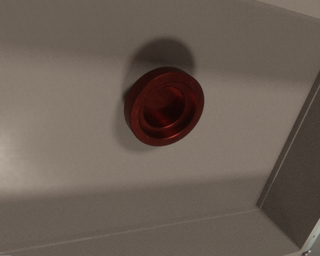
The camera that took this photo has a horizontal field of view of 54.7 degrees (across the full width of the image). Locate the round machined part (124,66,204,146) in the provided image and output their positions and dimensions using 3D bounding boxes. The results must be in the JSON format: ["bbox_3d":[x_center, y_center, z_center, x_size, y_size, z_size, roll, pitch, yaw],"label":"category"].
[{"bbox_3d":[0.002,-0.029,0.382,0.099,0.042,0.097,-14,125,-21],"label":"round machined part"}]
